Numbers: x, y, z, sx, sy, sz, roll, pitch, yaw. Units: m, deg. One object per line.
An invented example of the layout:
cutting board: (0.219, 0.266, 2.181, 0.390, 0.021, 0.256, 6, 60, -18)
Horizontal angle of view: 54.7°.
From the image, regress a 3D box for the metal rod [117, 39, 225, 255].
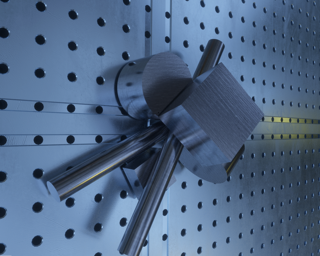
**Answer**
metal rod: (0.022, 0.011, 0.391, 0.025, 0.025, 0.300, 38, 67, -34)

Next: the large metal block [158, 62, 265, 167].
large metal block: (0.060, -0.014, 0.356, 0.080, 0.050, 0.080, 48, 61, -10)

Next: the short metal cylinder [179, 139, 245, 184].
short metal cylinder: (0.068, 0.031, 0.427, 0.050, 0.080, 0.080, -50, 120, -27)

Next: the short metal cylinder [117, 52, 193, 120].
short metal cylinder: (-0.005, -0.050, 0.384, 0.081, 0.050, 0.079, 0, 90, -40)

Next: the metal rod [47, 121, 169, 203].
metal rod: (-0.002, 0.005, 0.403, 0.302, 0.025, 0.025, -29, 109, -36)

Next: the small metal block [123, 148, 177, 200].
small metal block: (-0.012, 0.059, 0.395, 0.050, 0.025, 0.050, -35, 112, -35)
